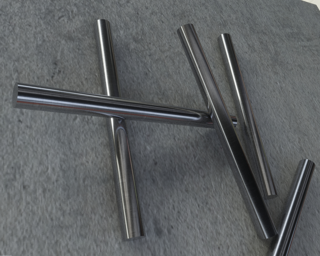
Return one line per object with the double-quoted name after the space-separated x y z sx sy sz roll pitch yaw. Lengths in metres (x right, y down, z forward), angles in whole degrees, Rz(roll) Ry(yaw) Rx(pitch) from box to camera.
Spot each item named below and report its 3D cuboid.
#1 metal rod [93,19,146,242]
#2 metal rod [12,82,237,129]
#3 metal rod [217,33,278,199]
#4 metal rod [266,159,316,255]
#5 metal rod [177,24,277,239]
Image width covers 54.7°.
-0.055 -0.017 0.385 0.025 0.025 0.299 2 61 -28 "metal rod"
-0.015 -0.020 0.381 0.302 0.025 0.025 5 59 -36 "metal rod"
0.134 -0.035 0.499 0.025 0.025 0.299 7 58 -25 "metal rod"
0.159 0.146 0.402 0.025 0.025 0.301 42 51 0 "metal rod"
0.087 -0.001 0.416 0.025 0.025 0.299 -15 81 -35 "metal rod"
